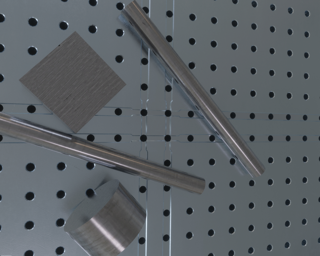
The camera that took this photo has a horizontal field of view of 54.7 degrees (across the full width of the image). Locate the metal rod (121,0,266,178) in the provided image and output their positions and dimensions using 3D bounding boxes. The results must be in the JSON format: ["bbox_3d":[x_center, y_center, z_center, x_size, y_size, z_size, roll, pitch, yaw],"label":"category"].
[{"bbox_3d":[0.054,-0.045,0.432,0.025,0.025,0.300,-44,104,-15],"label":"metal rod"}]

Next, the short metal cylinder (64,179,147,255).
[{"bbox_3d":[-0.063,0.106,0.361,0.080,0.080,0.050,-42,104,-15],"label":"short metal cylinder"}]

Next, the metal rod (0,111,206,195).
[{"bbox_3d":[-0.077,0.032,0.384,0.302,0.025,0.025,20,83,-19],"label":"metal rod"}]

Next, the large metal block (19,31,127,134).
[{"bbox_3d":[-0.101,-0.050,0.362,0.080,0.050,0.080,46,76,-14],"label":"large metal block"}]
